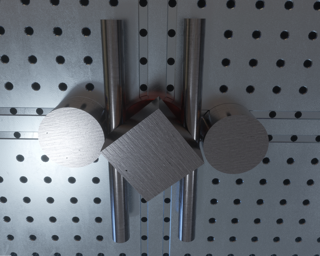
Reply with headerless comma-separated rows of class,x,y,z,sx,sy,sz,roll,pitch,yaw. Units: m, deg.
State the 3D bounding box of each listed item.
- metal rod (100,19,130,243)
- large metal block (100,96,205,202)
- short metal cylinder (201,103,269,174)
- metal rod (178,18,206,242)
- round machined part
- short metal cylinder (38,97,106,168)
metal rod,-0.055,0.019,0.397,0.025,0.025,0.298,0,110,0
large metal block,-0.008,0.024,0.358,0.080,0.050,0.080,-36,106,12
short metal cylinder,0.094,0.013,0.405,0.081,0.050,0.079,0,110,0
metal rod,0.039,0.017,0.398,0.025,0.025,0.298,0,110,0
round machined part,-0.008,0.009,0.408,0.099,0.042,0.097,0,110,0
short metal cylinder,-0.108,0.004,0.400,0.081,0.050,0.079,0,110,0
